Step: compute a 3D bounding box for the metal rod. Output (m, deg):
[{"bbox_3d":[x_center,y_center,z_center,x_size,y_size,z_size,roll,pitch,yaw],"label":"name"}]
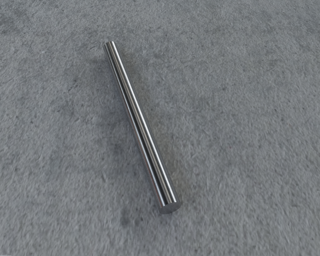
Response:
[{"bbox_3d":[-0.035,-0.024,0.422,0.025,0.025,0.299,-14,52,-12],"label":"metal rod"}]
